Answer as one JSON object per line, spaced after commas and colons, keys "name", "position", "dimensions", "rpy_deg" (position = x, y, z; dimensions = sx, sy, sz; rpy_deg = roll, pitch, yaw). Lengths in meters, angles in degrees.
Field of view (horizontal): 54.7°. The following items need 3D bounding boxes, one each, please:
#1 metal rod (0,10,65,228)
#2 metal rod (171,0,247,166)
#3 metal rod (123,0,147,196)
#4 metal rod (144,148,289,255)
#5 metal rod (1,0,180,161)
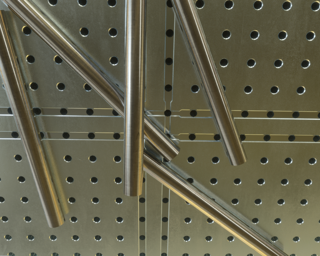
{"name": "metal rod", "position": [-0.175, 0.003, 0.411], "dimensions": [0.025, 0.025, 0.298], "rpy_deg": [-8, 110, 2]}
{"name": "metal rod", "position": [0.053, -0.084, 0.383], "dimensions": [0.025, 0.025, 0.299], "rpy_deg": [-21, 109, 7]}
{"name": "metal rod", "position": [-0.030, -0.062, 0.370], "dimensions": [0.025, 0.025, 0.298], "rpy_deg": [2, 103, -1]}
{"name": "metal rod", "position": [0.082, 0.124, 0.460], "dimensions": [0.301, 0.025, 0.025], "rpy_deg": [38, 106, -13]}
{"name": "metal rod", "position": [-0.084, -0.066, 0.387], "dimensions": [0.025, 0.025, 0.300], "rpy_deg": [-41, 106, 13]}
